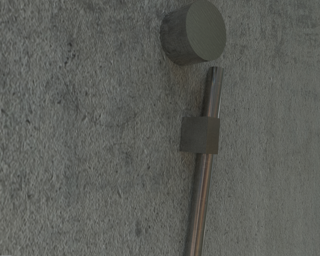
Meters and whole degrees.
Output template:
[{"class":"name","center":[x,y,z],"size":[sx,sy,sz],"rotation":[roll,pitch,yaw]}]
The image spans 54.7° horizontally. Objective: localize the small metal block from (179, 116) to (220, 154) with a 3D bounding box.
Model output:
[{"class":"small metal block","center":[0.056,0.010,0.438],"size":[0.025,0.050,0.050],"rotation":[7,85,-40]}]

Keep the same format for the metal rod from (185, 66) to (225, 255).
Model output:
[{"class":"metal rod","center":[0.067,0.055,0.463],"size":[0.025,0.025,0.298],"rotation":[14,81,-40]}]

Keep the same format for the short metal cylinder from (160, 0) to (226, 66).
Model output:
[{"class":"short metal cylinder","center":[0.047,-0.129,0.430],"size":[0.081,0.050,0.079],"rotation":[0,90,-40]}]
